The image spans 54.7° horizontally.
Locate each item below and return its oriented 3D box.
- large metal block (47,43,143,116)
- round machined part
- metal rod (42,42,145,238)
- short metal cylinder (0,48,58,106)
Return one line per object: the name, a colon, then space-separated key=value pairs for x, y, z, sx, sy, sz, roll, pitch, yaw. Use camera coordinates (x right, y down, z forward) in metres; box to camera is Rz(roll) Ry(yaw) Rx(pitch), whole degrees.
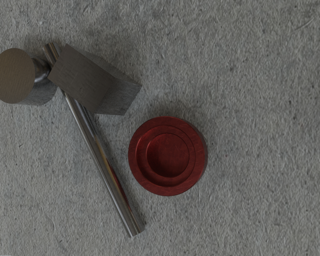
large metal block: x=-0.082 y=-0.060 z=0.408 sx=0.080 sy=0.080 sz=0.050 roll=36 pitch=102 yaw=16
round machined part: x=0.013 y=0.034 z=0.395 sx=0.098 sy=0.042 sz=0.097 roll=0 pitch=90 yaw=19
metal rod: x=-0.098 y=0.011 z=0.442 sx=0.025 sy=0.025 sz=0.299 roll=-30 pitch=81 yaw=17
short metal cylinder: x=-0.202 y=-0.074 z=0.465 sx=0.080 sy=0.050 sz=0.079 roll=0 pitch=90 yaw=19
